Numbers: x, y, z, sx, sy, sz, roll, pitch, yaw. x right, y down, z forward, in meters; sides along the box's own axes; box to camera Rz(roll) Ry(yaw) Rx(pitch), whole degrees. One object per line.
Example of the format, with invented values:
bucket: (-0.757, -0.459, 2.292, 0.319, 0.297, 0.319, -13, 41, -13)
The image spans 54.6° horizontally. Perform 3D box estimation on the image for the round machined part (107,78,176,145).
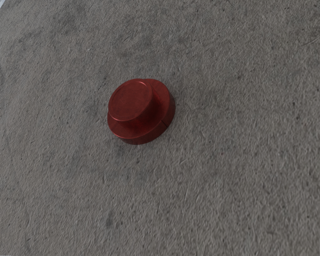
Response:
round machined part: (-0.032, -0.029, 0.429, 0.098, 0.042, 0.098, -13, 56, 21)
